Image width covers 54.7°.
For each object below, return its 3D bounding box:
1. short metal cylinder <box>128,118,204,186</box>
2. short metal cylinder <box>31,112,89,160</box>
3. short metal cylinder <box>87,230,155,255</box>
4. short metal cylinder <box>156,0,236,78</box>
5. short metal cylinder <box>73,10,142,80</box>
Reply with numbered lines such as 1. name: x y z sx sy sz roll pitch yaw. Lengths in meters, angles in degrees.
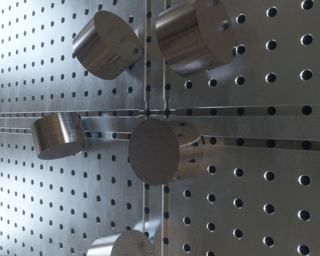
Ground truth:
1. short metal cylinder: 0.007 0.028 0.386 0.080 0.050 0.079 0 90 39
2. short metal cylinder: -0.163 0.014 0.505 0.080 0.081 0.050 -31 71 35
3. short metal cylinder: -0.051 0.181 0.414 0.050 0.081 0.080 -25 75 37
4. short metal cylinder: 0.041 -0.101 0.338 0.050 0.081 0.080 -14 81 39
5. short metal cylinder: -0.072 -0.114 0.431 0.050 0.081 0.080 -33 70 35
